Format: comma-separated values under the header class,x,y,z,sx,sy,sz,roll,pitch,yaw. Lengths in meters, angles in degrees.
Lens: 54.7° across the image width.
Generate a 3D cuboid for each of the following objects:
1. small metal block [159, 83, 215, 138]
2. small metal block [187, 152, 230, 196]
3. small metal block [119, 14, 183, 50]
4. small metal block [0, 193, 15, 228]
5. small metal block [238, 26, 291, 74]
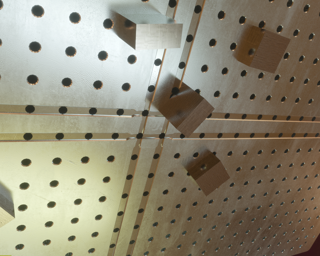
class,x,y,z,sx,sy,sz,roll,pitch,yaw
small metal block,0.034,-0.023,0.401,0.050,0.050,0.025,-48,129,5
small metal block,0.080,0.076,0.504,0.050,0.025,0.050,-37,130,-4
small metal block,-0.011,-0.103,0.327,0.050,0.050,0.025,-9,123,-24
small metal block,-0.208,0.098,0.359,0.050,0.025,0.050,-33,129,-7
small metal block,0.143,-0.107,0.426,0.050,0.025,0.050,6,115,-32
